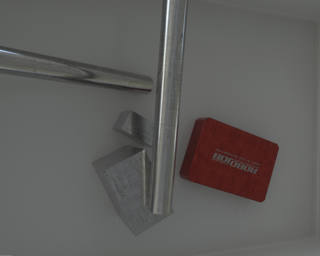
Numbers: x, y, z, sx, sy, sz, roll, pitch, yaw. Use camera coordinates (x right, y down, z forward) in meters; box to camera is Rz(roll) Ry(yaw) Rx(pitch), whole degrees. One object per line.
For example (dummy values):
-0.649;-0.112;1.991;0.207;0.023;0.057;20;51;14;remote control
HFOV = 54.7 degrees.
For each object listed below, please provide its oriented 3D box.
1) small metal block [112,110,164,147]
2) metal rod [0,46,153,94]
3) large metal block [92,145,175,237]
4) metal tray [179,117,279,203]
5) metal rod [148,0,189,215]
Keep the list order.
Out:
-0.027;0.002;0.388;0.050;0.050;0.025;31;80;-18;small metal block
-0.125;-0.061;0.300;0.302;0.025;0.025;2;89;-45;metal rod
-0.035;0.069;0.369;0.050;0.080;0.080;-27;100;-18;large metal block
0.102;0.047;0.447;0.131;0.030;0.090;20;83;-19;metal tray
0.011;-0.061;0.308;0.025;0.025;0.298;1;98;-20;metal rod
